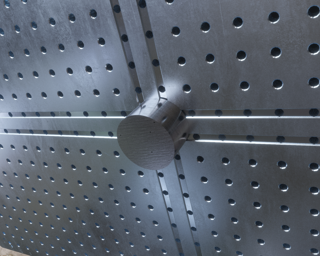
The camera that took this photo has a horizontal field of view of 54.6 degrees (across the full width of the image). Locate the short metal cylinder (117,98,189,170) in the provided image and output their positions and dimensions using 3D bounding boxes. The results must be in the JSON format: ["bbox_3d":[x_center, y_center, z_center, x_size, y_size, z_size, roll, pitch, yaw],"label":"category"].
[{"bbox_3d":[-0.008,0.008,0.405,0.080,0.050,0.080,13,124,21],"label":"short metal cylinder"}]
